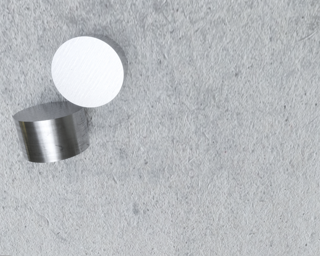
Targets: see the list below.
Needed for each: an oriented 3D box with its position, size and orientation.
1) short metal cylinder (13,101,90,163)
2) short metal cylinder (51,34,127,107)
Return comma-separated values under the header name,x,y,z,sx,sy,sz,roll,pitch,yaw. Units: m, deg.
name,x,y,z,sx,sy,sz,roll,pitch,yaw
short metal cylinder,-0.131,0.002,0.380,0.080,0.080,0.050,-4,110,1
short metal cylinder,-0.081,-0.070,0.370,0.081,0.050,0.079,0,110,0
